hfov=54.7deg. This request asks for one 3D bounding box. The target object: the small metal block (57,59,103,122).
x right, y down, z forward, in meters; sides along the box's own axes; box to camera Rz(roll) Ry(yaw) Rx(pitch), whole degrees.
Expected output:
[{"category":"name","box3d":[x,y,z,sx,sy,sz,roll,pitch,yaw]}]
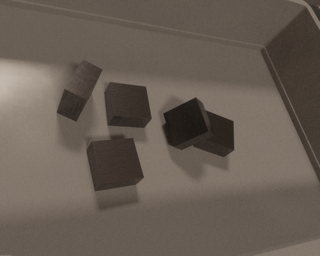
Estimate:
[{"category":"small metal block","box3d":[-0.095,-0.043,0.366,0.025,0.050,0.050,27,52,-12]}]

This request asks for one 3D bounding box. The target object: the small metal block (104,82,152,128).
[{"category":"small metal block","box3d":[-0.042,-0.029,0.402,0.050,0.025,0.050,4,60,-27]}]

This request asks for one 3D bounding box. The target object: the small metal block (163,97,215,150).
[{"category":"small metal block","box3d":[0.038,-0.005,0.412,0.025,0.050,0.050,27,41,-59]}]

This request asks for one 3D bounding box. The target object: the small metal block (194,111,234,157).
[{"category":"small metal block","box3d":[0.078,0.008,0.445,0.050,0.025,0.050,20,54,-17]}]

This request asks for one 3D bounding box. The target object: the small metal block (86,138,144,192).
[{"category":"small metal block","box3d":[-0.052,0.041,0.354,0.050,0.025,0.050,-4,64,-30]}]
